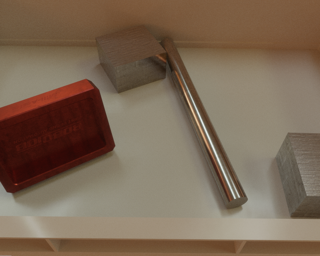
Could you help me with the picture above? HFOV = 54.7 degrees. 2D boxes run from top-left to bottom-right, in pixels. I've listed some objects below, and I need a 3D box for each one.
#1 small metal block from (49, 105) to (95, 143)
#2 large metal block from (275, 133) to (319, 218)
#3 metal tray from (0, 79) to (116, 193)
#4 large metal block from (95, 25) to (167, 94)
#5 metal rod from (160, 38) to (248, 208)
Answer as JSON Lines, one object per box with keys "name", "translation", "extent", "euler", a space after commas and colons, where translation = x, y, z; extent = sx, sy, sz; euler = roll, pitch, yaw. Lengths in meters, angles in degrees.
{"name": "small metal block", "translation": [-0.112, -0.010, 0.396], "extent": [0.050, 0.050, 0.025], "euler": [-20, 53, -17]}
{"name": "large metal block", "translation": [0.185, 0.053, 0.347], "extent": [0.081, 0.050, 0.080], "euler": [2, 50, 1]}
{"name": "metal tray", "translation": [-0.124, 0.008, 0.351], "extent": [0.131, 0.089, 0.030], "euler": [-23, 37, -19]}
{"name": "large metal block", "translation": [-0.045, -0.108, 0.479], "extent": [0.081, 0.050, 0.080], "euler": [-21, 53, -17]}
{"name": "metal rod", "translation": [0.047, -0.030, 0.430], "extent": [0.025, 0.025, 0.300], "euler": [-11, 51, -9]}
